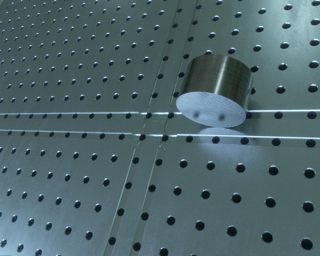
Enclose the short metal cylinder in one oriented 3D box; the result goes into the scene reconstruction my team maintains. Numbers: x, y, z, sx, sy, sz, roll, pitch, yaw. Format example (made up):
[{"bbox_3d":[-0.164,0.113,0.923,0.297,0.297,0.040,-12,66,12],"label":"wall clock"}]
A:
[{"bbox_3d":[0.065,-0.041,0.364,0.080,0.080,0.050,4,64,30],"label":"short metal cylinder"}]
